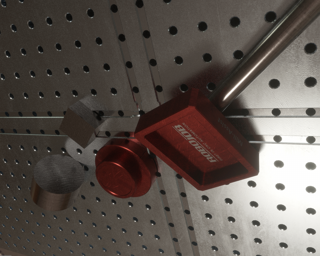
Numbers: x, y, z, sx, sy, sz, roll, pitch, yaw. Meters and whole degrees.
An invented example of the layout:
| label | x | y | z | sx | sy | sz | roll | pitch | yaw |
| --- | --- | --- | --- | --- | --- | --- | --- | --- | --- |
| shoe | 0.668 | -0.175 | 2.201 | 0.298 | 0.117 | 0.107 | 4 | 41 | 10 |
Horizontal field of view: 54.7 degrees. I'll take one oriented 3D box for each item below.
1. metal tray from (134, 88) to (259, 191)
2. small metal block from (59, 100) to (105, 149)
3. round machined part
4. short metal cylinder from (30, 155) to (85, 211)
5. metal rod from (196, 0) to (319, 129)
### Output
| label | x | y | z | sx | sy | sz | roll | pitch | yaw |
| --- | --- | --- | --- | --- | --- | --- | --- | --- | --- |
| metal tray | 0.046 | 0.021 | 0.369 | 0.090 | 0.030 | 0.130 | -26 | 124 | 37 |
| small metal block | -0.119 | -0.005 | 0.469 | 0.050 | 0.025 | 0.050 | 38 | 129 | 2 |
| round machined part | -0.058 | 0.068 | 0.471 | 0.098 | 0.042 | 0.097 | 13 | 124 | 20 |
| short metal cylinder | -0.172 | 0.091 | 0.520 | 0.080 | 0.080 | 0.050 | 32 | 128 | 7 |
| metal rod | 0.121 | -0.094 | 0.288 | 0.025 | 0.025 | 0.298 | 40 | 129 | 0 |
